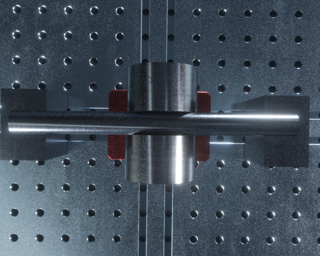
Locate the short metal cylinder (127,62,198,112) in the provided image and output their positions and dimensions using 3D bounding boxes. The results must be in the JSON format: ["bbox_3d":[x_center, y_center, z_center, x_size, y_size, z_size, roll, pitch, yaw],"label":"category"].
[{"bbox_3d":[0.003,-0.043,0.356,0.081,0.080,0.050,1,90,0],"label":"short metal cylinder"}]

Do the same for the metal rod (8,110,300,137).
[{"bbox_3d":[-0.006,-0.005,0.333,0.302,0.025,0.025,1,90,0],"label":"metal rod"}]

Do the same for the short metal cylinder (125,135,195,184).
[{"bbox_3d":[0.000,0.032,0.356,0.081,0.080,0.050,1,90,0],"label":"short metal cylinder"}]

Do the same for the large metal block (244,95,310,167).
[{"bbox_3d":[0.142,0.003,0.386,0.050,0.080,0.080,1,90,0],"label":"large metal block"}]

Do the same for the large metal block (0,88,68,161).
[{"bbox_3d":[-0.152,-0.004,0.383,0.050,0.080,0.080,1,90,0],"label":"large metal block"}]

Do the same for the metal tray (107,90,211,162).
[{"bbox_3d":[-0.001,-0.003,0.411,0.131,0.030,0.089,1,90,0],"label":"metal tray"}]
